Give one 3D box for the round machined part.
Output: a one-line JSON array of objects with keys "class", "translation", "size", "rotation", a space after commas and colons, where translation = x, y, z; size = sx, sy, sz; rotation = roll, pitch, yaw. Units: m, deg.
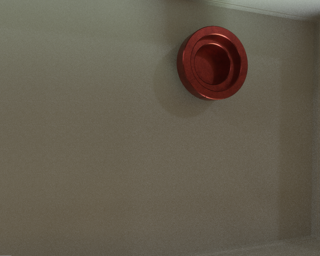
[{"class": "round machined part", "translation": [0.068, -0.086, 0.428], "size": [0.099, 0.042, 0.097], "rotation": [0, 90, -21]}]
